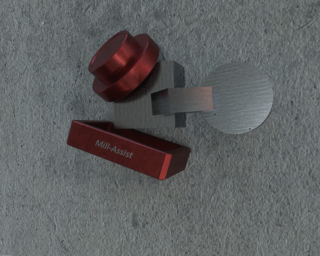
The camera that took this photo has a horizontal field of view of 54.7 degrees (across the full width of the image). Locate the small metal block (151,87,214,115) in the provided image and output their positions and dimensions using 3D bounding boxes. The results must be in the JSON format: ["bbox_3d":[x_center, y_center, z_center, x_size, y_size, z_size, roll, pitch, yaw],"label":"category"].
[{"bbox_3d":[0.023,-0.029,0.340,0.050,0.050,0.025,-5,91,-22],"label":"small metal block"}]

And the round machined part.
[{"bbox_3d":[-0.051,-0.083,0.389,0.098,0.098,0.042,-38,122,16],"label":"round machined part"}]

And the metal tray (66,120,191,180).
[{"bbox_3d":[-0.036,0.023,0.388,0.130,0.090,0.030,18,96,19],"label":"metal tray"}]

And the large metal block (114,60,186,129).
[{"bbox_3d":[-0.012,-0.040,0.402,0.080,0.050,0.080,-2,90,20],"label":"large metal block"}]

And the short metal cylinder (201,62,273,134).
[{"bbox_3d":[0.091,-0.033,0.366,0.080,0.050,0.080,0,90,20],"label":"short metal cylinder"}]
